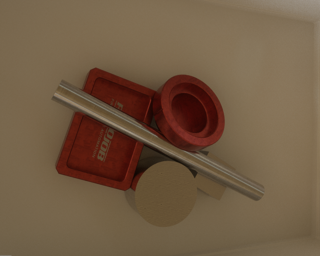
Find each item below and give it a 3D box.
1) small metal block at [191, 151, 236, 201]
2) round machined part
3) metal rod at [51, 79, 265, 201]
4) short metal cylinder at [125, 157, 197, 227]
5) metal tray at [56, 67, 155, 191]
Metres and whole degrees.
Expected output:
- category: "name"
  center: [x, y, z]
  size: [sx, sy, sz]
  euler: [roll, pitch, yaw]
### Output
- category: "small metal block"
  center: [0.070, 0.066, 0.436]
  size: [0.050, 0.025, 0.050]
  euler: [33, 79, -17]
- category: "round machined part"
  center: [0.032, -0.016, 0.400]
  size: [0.099, 0.042, 0.098]
  euler: [15, 61, -28]
- category: "metal rod"
  center: [0.014, 0.025, 0.384]
  size: [0.301, 0.025, 0.025]
  euler: [28, 81, -21]
- category: "short metal cylinder"
  center: [0.000, 0.079, 0.396]
  size: [0.081, 0.050, 0.079]
  euler: [0, 90, -21]
- category: "metal tray"
  center: [-0.064, 0.003, 0.382]
  size: [0.091, 0.030, 0.129]
  euler: [20, 83, -19]
